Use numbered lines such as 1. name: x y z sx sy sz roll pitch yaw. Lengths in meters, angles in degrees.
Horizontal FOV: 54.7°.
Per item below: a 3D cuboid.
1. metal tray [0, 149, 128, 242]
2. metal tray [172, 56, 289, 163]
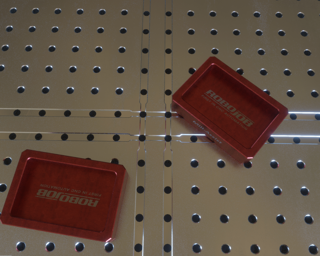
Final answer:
1. metal tray: -0.112 0.082 0.377 0.131 0.030 0.090 9 70 3
2. metal tray: 0.092 -0.026 0.419 0.130 0.030 0.090 39 74 13
